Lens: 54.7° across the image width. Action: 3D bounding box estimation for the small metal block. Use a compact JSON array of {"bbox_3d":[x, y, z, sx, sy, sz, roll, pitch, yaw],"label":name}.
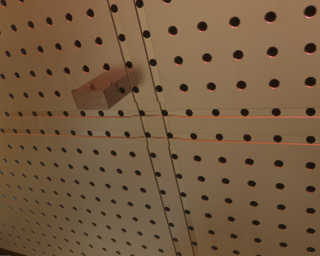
[{"bbox_3d":[-0.077,-0.046,0.406,0.050,0.050,0.025,1,119,27],"label":"small metal block"}]
